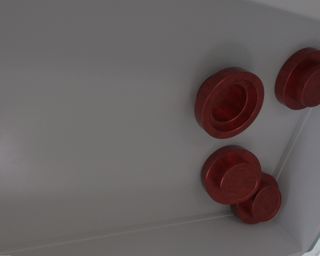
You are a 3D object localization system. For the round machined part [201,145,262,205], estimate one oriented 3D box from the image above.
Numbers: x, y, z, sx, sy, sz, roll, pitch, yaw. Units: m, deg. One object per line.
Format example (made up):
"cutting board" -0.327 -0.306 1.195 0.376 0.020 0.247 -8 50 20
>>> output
"round machined part" 0.119 0.080 0.496 0.099 0.042 0.097 -5 108 -15

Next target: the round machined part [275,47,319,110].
"round machined part" 0.231 -0.071 0.480 0.099 0.042 0.097 -14 124 -21

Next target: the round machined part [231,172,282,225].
"round machined part" 0.179 0.129 0.558 0.099 0.042 0.097 -6 104 -26

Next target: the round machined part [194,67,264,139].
"round machined part" 0.089 -0.037 0.423 0.099 0.042 0.097 -14 124 -21
